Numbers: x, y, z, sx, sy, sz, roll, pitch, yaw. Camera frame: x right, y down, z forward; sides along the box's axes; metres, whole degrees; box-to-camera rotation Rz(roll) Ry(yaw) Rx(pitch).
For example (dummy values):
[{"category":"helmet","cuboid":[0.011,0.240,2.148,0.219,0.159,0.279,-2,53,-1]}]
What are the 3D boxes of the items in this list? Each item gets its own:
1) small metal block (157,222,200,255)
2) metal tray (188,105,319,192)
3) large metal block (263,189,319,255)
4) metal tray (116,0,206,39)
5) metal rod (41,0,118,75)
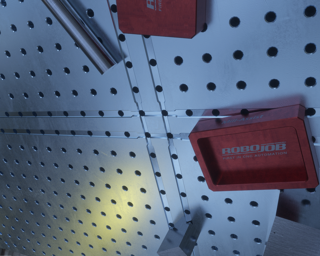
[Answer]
[{"category":"small metal block","cuboid":[0.030,0.182,0.491,0.050,0.050,0.025,-33,100,38]},{"category":"metal tray","cuboid":[0.109,0.029,0.367,0.130,0.030,0.090,-10,114,32]},{"category":"large metal block","cuboid":[0.179,0.132,0.382,0.080,0.050,0.079,14,124,19]},{"category":"metal tray","cuboid":[-0.001,-0.160,0.308,0.090,0.030,0.129,11,123,21]},{"category":"metal rod","cuboid":[-0.157,-0.190,0.373,0.025,0.025,0.300,-32,101,38]}]
